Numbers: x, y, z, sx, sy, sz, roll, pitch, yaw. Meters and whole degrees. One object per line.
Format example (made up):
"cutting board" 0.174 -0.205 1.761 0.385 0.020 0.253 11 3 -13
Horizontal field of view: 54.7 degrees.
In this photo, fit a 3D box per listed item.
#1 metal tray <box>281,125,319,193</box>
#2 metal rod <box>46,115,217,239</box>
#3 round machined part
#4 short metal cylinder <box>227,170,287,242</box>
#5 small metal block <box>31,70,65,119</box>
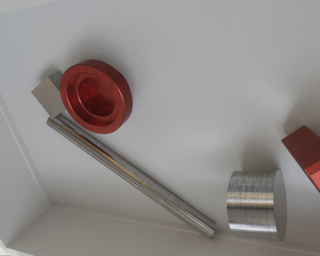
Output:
"metal tray" 0.180 0.066 0.309 0.030 0.090 0.130 -37 99 15
"metal rod" -0.046 0.070 0.474 0.301 0.025 0.025 34 129 5
"round machined part" -0.079 -0.044 0.410 0.098 0.042 0.097 13 124 20
"short metal cylinder" 0.117 0.090 0.367 0.050 0.080 0.080 -6 116 30
"small metal block" -0.154 -0.049 0.457 0.050 0.025 0.050 -27 104 37
